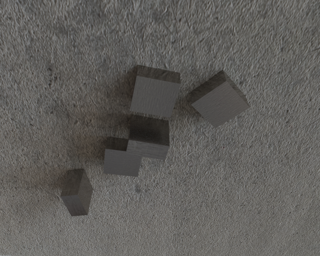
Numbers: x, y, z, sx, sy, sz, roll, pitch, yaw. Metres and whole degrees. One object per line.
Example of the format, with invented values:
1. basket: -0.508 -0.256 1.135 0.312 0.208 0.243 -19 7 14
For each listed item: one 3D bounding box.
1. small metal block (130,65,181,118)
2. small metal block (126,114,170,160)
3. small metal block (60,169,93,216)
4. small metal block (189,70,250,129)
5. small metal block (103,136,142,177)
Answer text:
1. small metal block: -0.006 -0.043 0.370 0.050 0.025 0.050 9 130 -8
2. small metal block: -0.015 0.011 0.400 0.050 0.050 0.025 10 129 -8
3. small metal block: -0.125 0.098 0.473 0.025 0.050 0.050 -6 130 5
4. small metal block: 0.072 -0.034 0.379 0.050 0.025 0.050 -34 123 25
5. small metal block: -0.053 0.042 0.442 0.050 0.025 0.050 8 130 -7
